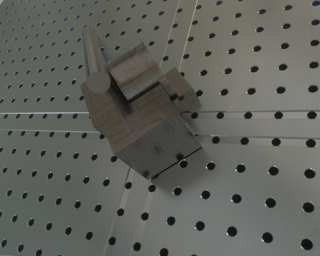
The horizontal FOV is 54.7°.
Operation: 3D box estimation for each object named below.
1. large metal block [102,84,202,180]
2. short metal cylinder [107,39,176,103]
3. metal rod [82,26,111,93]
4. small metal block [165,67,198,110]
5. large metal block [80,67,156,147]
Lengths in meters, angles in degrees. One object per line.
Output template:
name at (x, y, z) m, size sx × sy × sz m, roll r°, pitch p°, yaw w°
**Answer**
large metal block at (-0.008, 0.008, 0.369) m, size 0.080 × 0.080 × 0.050 m, roll -33°, pitch 52°, yaw 7°
short metal cylinder at (-0.022, -0.064, 0.389) m, size 0.050 × 0.080 × 0.080 m, roll -32°, pitch 52°, yaw 7°
metal rod at (-0.101, -0.116, 0.463) m, size 0.025 × 0.025 × 0.300 m, roll -35°, pitch 30°, yaw 4°
small metal block at (0.016, -0.049, 0.429) m, size 0.050 × 0.025 × 0.050 m, roll -36°, pitch 51°, yaw 4°
large metal block at (-0.054, -0.023, 0.415) m, size 0.050 × 0.080 × 0.080 m, roll -33°, pitch 52°, yaw 7°
